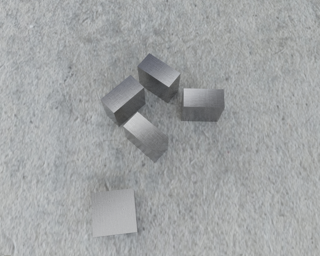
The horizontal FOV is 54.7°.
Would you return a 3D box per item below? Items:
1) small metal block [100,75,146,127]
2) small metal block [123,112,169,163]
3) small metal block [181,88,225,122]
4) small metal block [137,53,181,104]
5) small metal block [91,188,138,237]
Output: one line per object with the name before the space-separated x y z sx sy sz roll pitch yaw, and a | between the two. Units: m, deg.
small metal block | -0.047 -0.034 0.407 0.050 0.050 0.025 -42 76 -14
small metal block | -0.017 0.013 0.390 0.050 0.050 0.025 40 75 13
small metal block | 0.054 -0.029 0.406 0.050 0.050 0.025 1 70 0
small metal block | -0.001 -0.066 0.419 0.050 0.050 0.025 35 74 11
small metal block | -0.054 0.102 0.370 0.050 0.025 0.050 -6 70 -3
